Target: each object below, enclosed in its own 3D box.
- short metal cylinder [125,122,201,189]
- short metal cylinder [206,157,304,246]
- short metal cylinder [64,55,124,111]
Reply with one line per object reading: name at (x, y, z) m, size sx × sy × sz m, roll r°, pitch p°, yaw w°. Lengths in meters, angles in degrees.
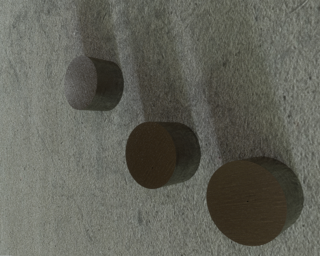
short metal cylinder at (0.003, 0.032, 0.386) m, size 0.080 × 0.050 × 0.080 m, roll 0°, pitch 90°, yaw 40°
short metal cylinder at (0.094, 0.070, 0.311) m, size 0.080 × 0.050 × 0.080 m, roll 0°, pitch 90°, yaw 40°
short metal cylinder at (-0.101, -0.066, 0.473) m, size 0.080 × 0.050 × 0.080 m, roll 0°, pitch 90°, yaw 40°
